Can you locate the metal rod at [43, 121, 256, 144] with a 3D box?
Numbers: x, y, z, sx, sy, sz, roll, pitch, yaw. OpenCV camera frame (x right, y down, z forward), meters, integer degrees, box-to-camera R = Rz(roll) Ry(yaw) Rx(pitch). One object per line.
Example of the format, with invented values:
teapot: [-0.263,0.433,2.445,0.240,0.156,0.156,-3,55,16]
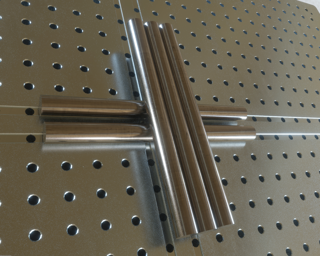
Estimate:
metal rod: [0.007,0.007,0.409,0.303,0.025,0.025,1,62,-28]

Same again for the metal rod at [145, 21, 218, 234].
metal rod: [0.018,-0.019,0.399,0.025,0.025,0.299,1,61,-28]

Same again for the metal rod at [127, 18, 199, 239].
metal rod: [-0.004,-0.019,0.387,0.025,0.025,0.299,1,61,-28]

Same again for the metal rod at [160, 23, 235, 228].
metal rod: [0.040,-0.020,0.412,0.025,0.025,0.299,1,61,-28]

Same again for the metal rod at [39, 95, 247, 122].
metal rod: [-0.003,-0.024,0.423,0.303,0.025,0.025,1,62,-28]
